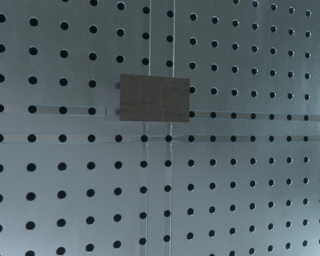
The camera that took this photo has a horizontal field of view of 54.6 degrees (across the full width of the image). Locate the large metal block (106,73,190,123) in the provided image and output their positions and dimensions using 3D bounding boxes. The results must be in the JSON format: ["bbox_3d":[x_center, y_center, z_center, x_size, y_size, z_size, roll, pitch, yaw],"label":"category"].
[{"bbox_3d":[-0.018,-0.032,0.377,0.081,0.080,0.050,1,90,-20],"label":"large metal block"}]
